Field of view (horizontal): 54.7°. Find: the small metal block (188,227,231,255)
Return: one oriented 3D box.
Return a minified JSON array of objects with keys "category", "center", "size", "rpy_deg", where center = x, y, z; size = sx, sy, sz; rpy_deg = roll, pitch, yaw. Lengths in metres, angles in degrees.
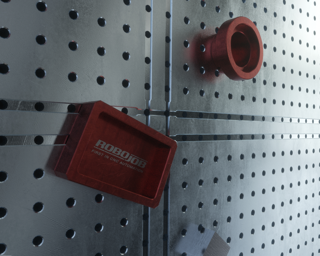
[{"category":"small metal block","center":[0.076,0.189,0.473],"size":[0.050,0.025,0.050],"rpy_deg":[50,61,-28]}]

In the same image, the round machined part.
[{"category":"round machined part","center":[0.121,-0.125,0.499],"size":[0.099,0.042,0.097],"rpy_deg":[0,90,-40]}]

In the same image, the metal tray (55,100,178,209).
[{"category":"metal tray","center":[-0.044,0.035,0.368],"size":[0.131,0.030,0.090],"rpy_deg":[29,72,-36]}]
